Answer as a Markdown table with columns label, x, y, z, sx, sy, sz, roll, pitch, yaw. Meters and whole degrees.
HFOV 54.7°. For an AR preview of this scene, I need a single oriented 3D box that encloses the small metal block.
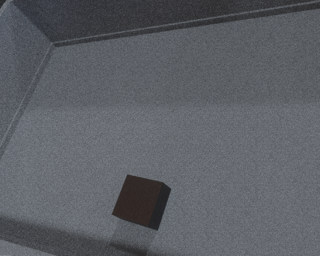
| label | x | y | z | sx | sy | sz | roll | pitch | yaw |
| --- | --- | --- | --- | --- | --- | --- | --- | --- | --- |
| small metal block | -0.021 | 0.086 | 0.363 | 0.050 | 0.025 | 0.050 | 7 | 65 | 30 |
